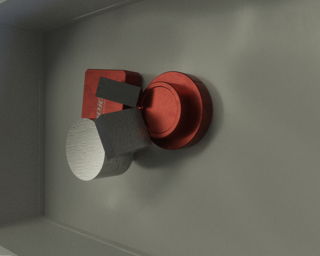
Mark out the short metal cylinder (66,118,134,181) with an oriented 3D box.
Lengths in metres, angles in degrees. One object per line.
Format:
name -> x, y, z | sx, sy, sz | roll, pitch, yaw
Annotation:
short metal cylinder -> -0.081, 0.027, 0.413 | 0.080, 0.050, 0.079 | 0, 90, 39

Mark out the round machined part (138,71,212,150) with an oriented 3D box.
round machined part -> 0.011, -0.022, 0.382 | 0.098, 0.042, 0.097 | 0, 90, 39

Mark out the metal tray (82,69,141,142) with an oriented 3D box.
metal tray -> -0.076, -0.020, 0.459 | 0.090, 0.030, 0.129 | 10, 96, 39

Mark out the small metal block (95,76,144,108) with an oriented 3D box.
small metal block -> -0.049, -0.045, 0.393 | 0.050, 0.050, 0.025 | 16, 96, 1

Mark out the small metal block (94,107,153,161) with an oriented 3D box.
small metal block -> -0.044, 0.006, 0.372 | 0.025, 0.050, 0.050 | -33, 76, 55
